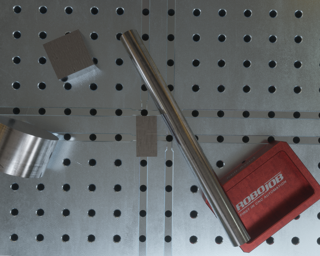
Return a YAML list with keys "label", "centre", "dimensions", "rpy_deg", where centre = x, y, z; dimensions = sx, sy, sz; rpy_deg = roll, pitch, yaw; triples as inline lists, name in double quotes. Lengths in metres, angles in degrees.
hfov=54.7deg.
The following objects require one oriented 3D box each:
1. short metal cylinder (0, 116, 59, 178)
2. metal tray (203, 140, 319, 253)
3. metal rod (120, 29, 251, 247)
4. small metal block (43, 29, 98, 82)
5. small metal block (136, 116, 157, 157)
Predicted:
- label: "short metal cylinder"
  centre: [-0.175, 0.023, 0.384]
  dimensions: [0.080, 0.080, 0.050]
  rpy_deg: [23, 90, 0]
- label: "metal tray"
  centre: [0.135, 0.088, 0.411]
  dimensions: [0.130, 0.030, 0.090]
  rpy_deg: [-37, 90, 0]
- label: "metal rod"
  centre: [0.028, 0.007, 0.394]
  dimensions: [0.025, 0.025, 0.299]
  rpy_deg: [-28, 83, 0]
- label: "small metal block"
  centre: [-0.118, -0.095, 0.412]
  dimensions: [0.050, 0.025, 0.050]
  rpy_deg: [-24, 90, 0]
- label: "small metal block"
  centre: [-0.016, 0.010, 0.401]
  dimensions: [0.025, 0.050, 0.050]
  rpy_deg: [-1, 90, 0]
